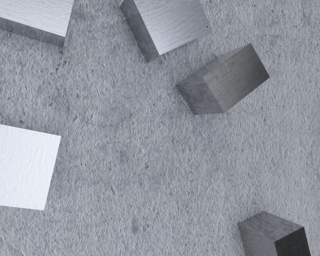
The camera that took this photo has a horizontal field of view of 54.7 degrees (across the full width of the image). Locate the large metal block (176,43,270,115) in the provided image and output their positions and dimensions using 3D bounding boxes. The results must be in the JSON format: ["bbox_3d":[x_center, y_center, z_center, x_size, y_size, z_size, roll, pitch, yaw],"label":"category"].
[{"bbox_3d":[0.080,-0.061,0.409,0.080,0.080,0.050,-37,102,-16],"label":"large metal block"}]

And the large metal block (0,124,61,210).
[{"bbox_3d":[-0.159,0.039,0.337,0.081,0.050,0.080,13,86,-20],"label":"large metal block"}]

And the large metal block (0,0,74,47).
[{"bbox_3d":[-0.139,-0.145,0.344,0.081,0.050,0.080,14,86,-20],"label":"large metal block"}]

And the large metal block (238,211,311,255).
[{"bbox_3d":[0.164,0.175,0.440,0.050,0.080,0.080,-18,96,-19],"label":"large metal block"}]

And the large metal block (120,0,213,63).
[{"bbox_3d":[0.007,-0.140,0.398,0.080,0.050,0.080,-29,100,-18],"label":"large metal block"}]
